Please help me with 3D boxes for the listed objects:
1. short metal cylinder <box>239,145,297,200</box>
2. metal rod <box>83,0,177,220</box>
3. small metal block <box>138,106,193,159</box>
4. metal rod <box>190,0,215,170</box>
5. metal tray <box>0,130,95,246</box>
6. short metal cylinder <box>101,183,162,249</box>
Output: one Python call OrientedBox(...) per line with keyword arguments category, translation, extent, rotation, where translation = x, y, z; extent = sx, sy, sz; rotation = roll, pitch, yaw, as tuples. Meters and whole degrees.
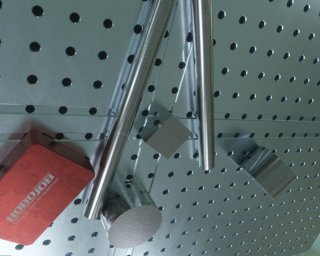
OrientedBox(category="short metal cylinder", translation=(0.181, 0.075, 0.524), extent=(0.050, 0.080, 0.080), rotation=(-44, 130, 2))
OrientedBox(category="metal rod", translation=(-0.045, -0.010, 0.381), extent=(0.025, 0.025, 0.298), rotation=(8, 115, -32))
OrientedBox(category="small metal block", translation=(0.008, 0.007, 0.422), extent=(0.050, 0.025, 0.050), rotation=(-47, 130, 4))
OrientedBox(category="metal rod", translation=(0.058, -0.063, 0.405), extent=(0.025, 0.025, 0.298), rotation=(-20, 126, -17))
OrientedBox(category="metal tray", translation=(-0.155, 0.076, 0.371), extent=(0.130, 0.030, 0.090), rotation=(-47, 130, 5))
OrientedBox(category="short metal cylinder", translation=(-0.044, 0.127, 0.451), extent=(0.081, 0.050, 0.079), rotation=(-14, 125, -21))
